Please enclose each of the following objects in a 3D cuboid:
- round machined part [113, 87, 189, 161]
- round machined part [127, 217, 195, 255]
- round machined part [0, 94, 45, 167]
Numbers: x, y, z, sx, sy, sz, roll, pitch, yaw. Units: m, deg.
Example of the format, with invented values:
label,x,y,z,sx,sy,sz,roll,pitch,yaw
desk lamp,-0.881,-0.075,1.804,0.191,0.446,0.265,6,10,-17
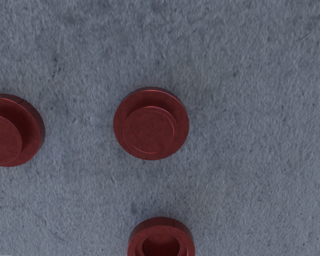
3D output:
label,x,y,z,sx,sy,sz,roll,pitch,yaw
round machined part,-0.011,-0.001,0.400,0.099,0.042,0.097,0,110,-1
round machined part,0.002,0.173,0.465,0.099,0.042,0.097,0,110,-1
round machined part,-0.205,0.008,0.401,0.099,0.042,0.097,0,110,-1
